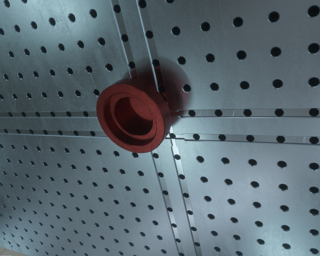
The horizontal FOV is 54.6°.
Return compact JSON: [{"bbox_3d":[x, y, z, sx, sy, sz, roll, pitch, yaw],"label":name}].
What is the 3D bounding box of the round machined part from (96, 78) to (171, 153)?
[{"bbox_3d":[-0.030,-0.019,0.405,0.098,0.042,0.097,13,124,21],"label":"round machined part"}]
